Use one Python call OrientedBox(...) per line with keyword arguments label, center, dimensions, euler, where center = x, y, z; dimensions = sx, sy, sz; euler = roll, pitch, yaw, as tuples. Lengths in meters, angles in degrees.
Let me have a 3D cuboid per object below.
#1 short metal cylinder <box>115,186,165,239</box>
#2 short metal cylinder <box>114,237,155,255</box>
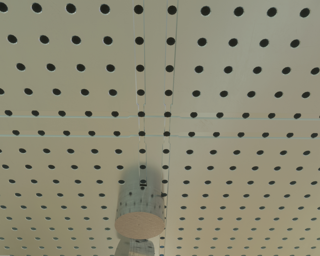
OrientedBox(label="short metal cylinder", center=(-0.032, 0.142, 0.516), dimensions=(0.081, 0.050, 0.079), euler=(0, 130, 0))
OrientedBox(label="short metal cylinder", center=(-0.051, 0.249, 0.587), dimensions=(0.050, 0.080, 0.080), euler=(22, 127, -18))
